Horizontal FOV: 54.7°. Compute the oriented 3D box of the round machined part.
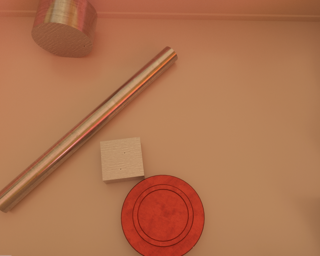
[{"bbox_3d":[0.004,0.103,0.363,0.099,0.042,0.098,0,70,-1],"label":"round machined part"}]

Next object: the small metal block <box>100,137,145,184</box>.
[{"bbox_3d":[-0.047,0.042,0.394,0.050,0.025,0.050,-7,70,-3],"label":"small metal block"}]

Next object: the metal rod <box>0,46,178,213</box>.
[{"bbox_3d":[-0.088,-0.007,0.411,0.025,0.025,0.301,43,75,13],"label":"metal rod"}]

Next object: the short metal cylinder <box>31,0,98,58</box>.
[{"bbox_3d":[-0.131,-0.141,0.431,0.081,0.080,0.050,4,70,1],"label":"short metal cylinder"}]
